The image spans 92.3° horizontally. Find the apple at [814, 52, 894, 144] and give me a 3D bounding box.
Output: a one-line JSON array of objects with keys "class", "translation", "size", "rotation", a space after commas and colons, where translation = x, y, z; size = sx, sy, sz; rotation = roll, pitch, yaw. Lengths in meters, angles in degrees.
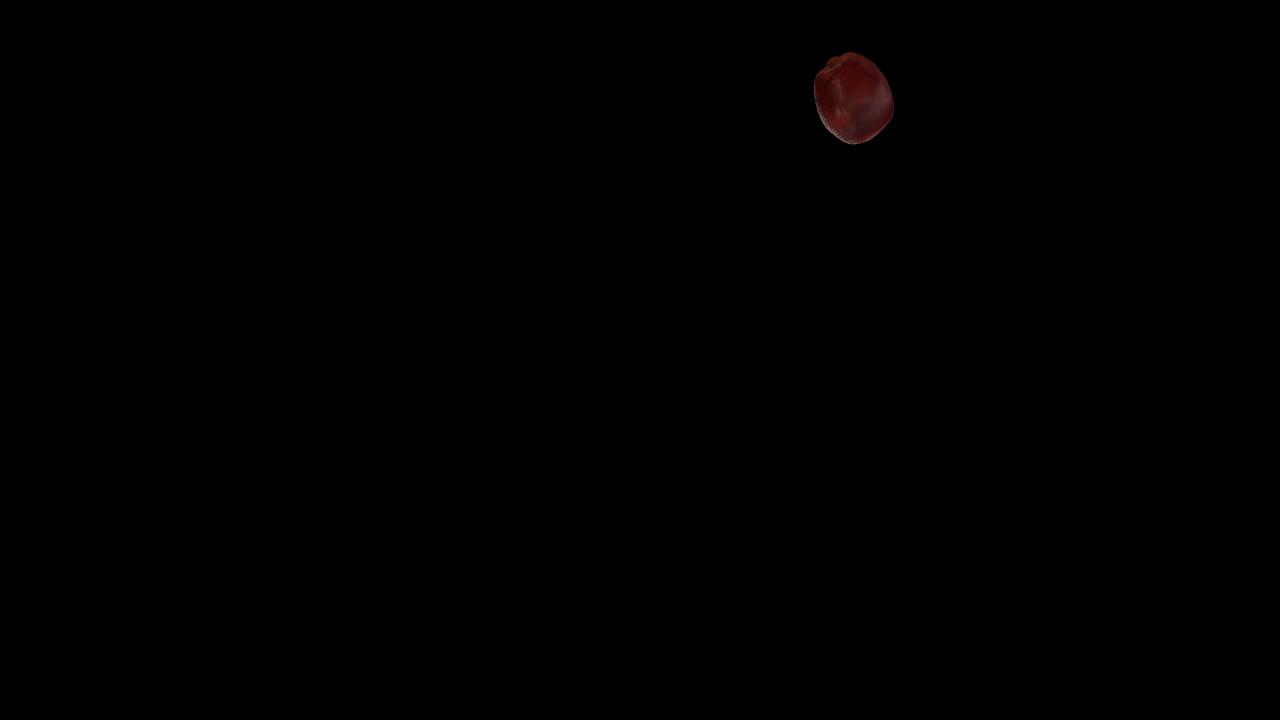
[{"class": "apple", "translation": [0.227, -0.276, 0.656], "size": [0.079, 0.079, 0.093], "rotation": [0, -40, 49]}]
